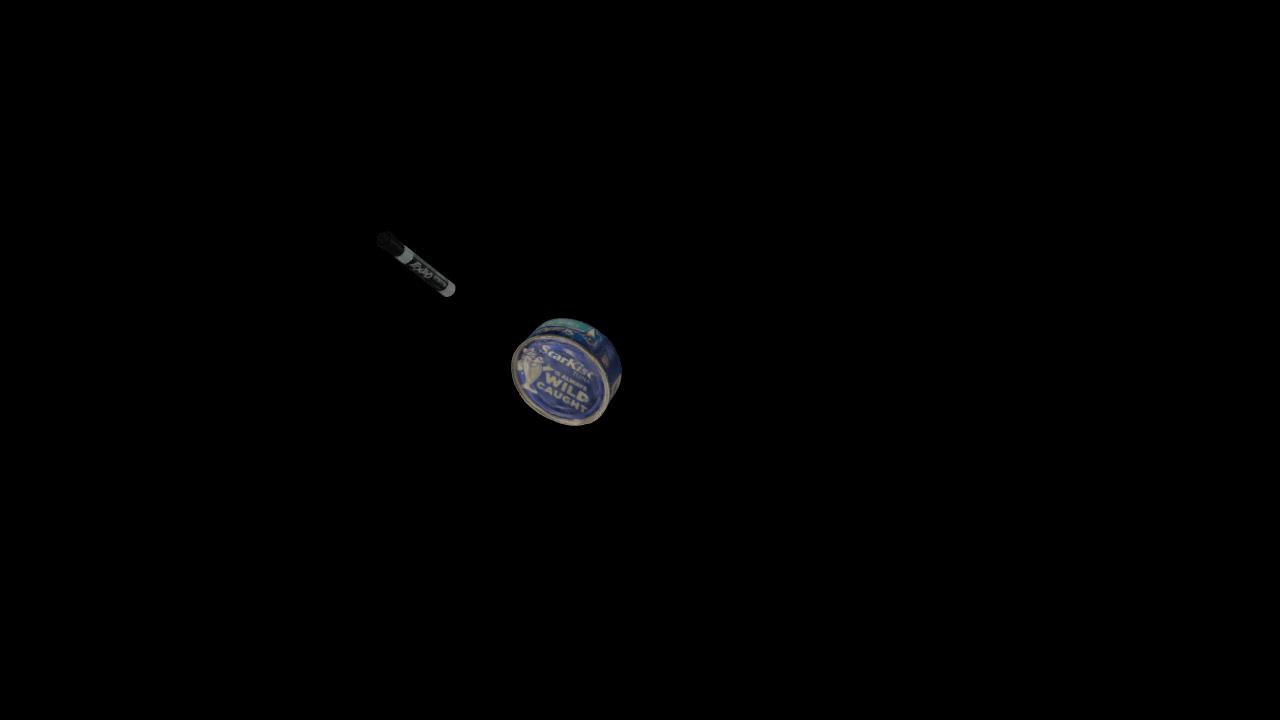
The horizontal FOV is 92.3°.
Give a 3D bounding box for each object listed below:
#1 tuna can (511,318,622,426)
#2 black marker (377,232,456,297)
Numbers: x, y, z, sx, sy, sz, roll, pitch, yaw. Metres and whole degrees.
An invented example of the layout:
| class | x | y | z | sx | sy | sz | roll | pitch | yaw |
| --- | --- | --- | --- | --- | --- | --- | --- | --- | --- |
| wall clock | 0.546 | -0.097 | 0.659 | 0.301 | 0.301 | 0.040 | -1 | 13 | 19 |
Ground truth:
| class | x | y | z | sx | sy | sz | roll | pitch | yaw |
| --- | --- | --- | --- | --- | --- | --- | --- | --- | --- |
| tuna can | -0.057 | 0.009 | 0.490 | 0.084 | 0.084 | 0.034 | 0 | 32 | 23 |
| black marker | -0.245 | -0.104 | 0.678 | 0.020 | 0.020 | 0.121 | 0 | -21 | 19 |
